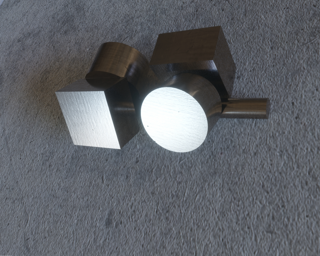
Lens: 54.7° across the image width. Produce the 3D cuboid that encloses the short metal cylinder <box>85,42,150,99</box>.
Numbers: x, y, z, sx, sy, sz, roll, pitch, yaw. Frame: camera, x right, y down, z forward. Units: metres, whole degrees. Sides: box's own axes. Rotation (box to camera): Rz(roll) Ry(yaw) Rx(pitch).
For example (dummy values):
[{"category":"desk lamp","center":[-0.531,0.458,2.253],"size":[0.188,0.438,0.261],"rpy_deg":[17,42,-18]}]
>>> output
[{"category":"short metal cylinder","center":[-0.061,-0.078,0.449],"size":[0.080,0.080,0.050],"rpy_deg":[4,64,30]}]

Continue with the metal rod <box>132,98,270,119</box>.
[{"category":"metal rod","center":[-0.007,-0.028,0.428],"size":[0.300,0.025,0.025],"rpy_deg":[3,63,29]}]

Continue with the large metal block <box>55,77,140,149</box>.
[{"category":"large metal block","center":[-0.082,-0.021,0.418],"size":[0.080,0.080,0.050],"rpy_deg":[3,29,29]}]

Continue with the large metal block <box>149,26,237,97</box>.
[{"category":"large metal block","center":[0.045,-0.077,0.393],"size":[0.080,0.080,0.050],"rpy_deg":[2,63,29]}]

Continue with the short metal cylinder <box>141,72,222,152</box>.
[{"category":"short metal cylinder","center":[0.025,-0.019,0.360],"size":[0.080,0.080,0.050],"rpy_deg":[2,28,29]}]
